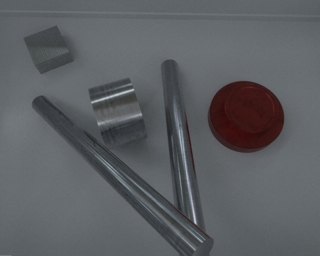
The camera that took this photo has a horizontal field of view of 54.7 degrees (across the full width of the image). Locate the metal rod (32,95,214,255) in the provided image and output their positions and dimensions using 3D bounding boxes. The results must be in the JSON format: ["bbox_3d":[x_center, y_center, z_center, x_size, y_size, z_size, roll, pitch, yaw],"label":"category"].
[{"bbox_3d":[-0.065,0.030,0.326,0.025,0.025,0.300,-45,49,-15],"label":"metal rod"}]

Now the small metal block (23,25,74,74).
[{"bbox_3d":[-0.161,-0.113,0.449,0.050,0.025,0.050,-25,72,-9],"label":"small metal block"}]

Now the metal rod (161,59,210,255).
[{"bbox_3d":[0.022,0.019,0.339,0.025,0.025,0.300,-3,46,-1],"label":"metal rod"}]

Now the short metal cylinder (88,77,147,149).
[{"bbox_3d":[-0.052,-0.018,0.386,0.050,0.080,0.080,-17,71,-6],"label":"short metal cylinder"}]

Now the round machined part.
[{"bbox_3d":[0.116,-0.019,0.409,0.099,0.042,0.098,0,70,-1],"label":"round machined part"}]
